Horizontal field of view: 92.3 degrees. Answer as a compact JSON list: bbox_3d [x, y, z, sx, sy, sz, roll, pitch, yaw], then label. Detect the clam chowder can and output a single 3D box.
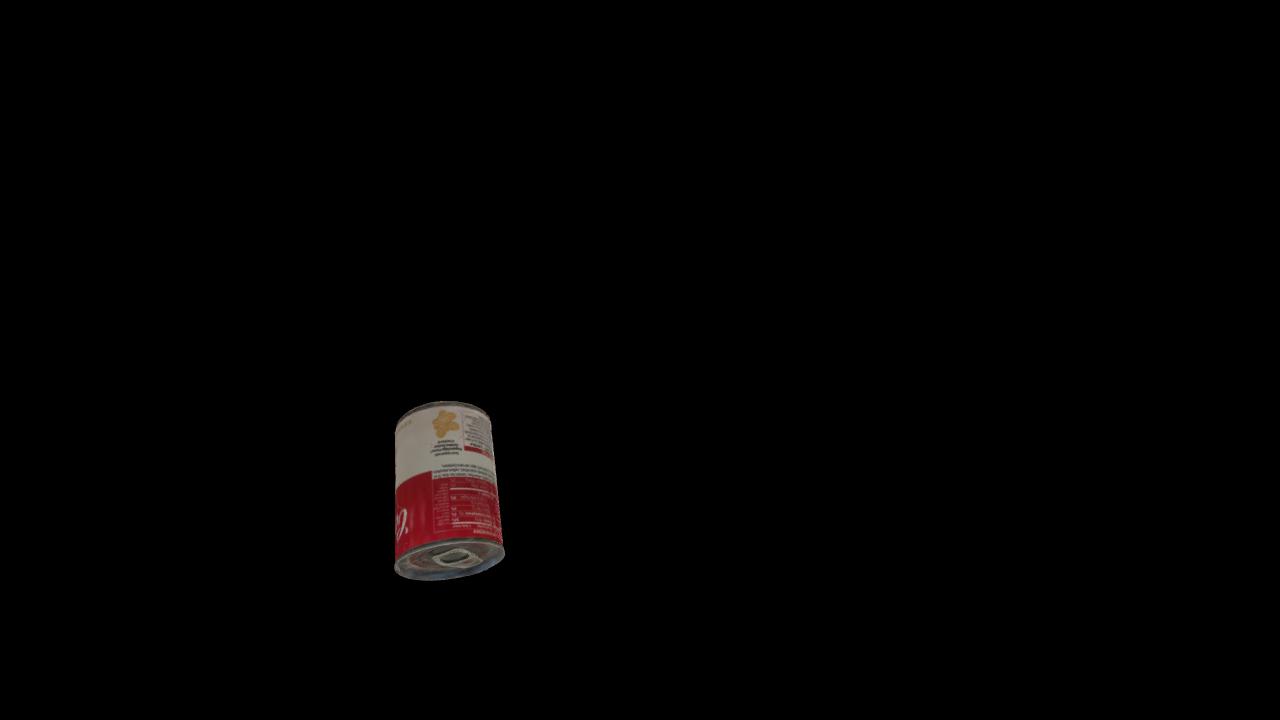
[{"bbox_3d":[-0.130,0.087,0.416,0.068,0.102,0.068,-10,-33,-7],"label":"clam chowder can"}]
